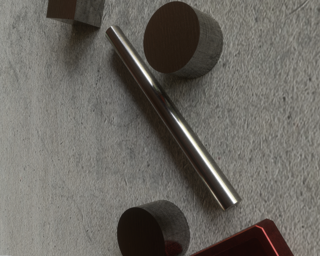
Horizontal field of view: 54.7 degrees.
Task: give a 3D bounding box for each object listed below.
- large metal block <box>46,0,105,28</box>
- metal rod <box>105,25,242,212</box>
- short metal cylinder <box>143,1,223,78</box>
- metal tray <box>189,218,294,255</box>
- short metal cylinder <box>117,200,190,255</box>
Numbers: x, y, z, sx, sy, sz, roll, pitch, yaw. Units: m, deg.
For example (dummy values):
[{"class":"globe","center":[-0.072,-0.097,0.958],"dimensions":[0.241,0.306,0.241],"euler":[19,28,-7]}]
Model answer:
[{"class":"large metal block","center":[-0.134,-0.211,0.499],"dimensions":[0.080,0.050,0.079],"euler":[19,102,38]},{"class":"metal rod","center":[0.005,-0.029,0.400],"dimensions":[0.025,0.025,0.299],"euler":[-48,62,29]},{"class":"short metal cylinder","center":[0.027,-0.101,0.367],"dimensions":[0.080,0.050,0.080],"euler":[0,90,40]},{"class":"metal tray","center":[0.084,0.166,0.331],"dimensions":[0.129,0.030,0.090],"euler":[-41,65,32]},{"class":"short metal cylinder","center":[-0.009,0.137,0.396],"dimensions":[0.080,0.050,0.080],"euler":[0,90,40]}]
